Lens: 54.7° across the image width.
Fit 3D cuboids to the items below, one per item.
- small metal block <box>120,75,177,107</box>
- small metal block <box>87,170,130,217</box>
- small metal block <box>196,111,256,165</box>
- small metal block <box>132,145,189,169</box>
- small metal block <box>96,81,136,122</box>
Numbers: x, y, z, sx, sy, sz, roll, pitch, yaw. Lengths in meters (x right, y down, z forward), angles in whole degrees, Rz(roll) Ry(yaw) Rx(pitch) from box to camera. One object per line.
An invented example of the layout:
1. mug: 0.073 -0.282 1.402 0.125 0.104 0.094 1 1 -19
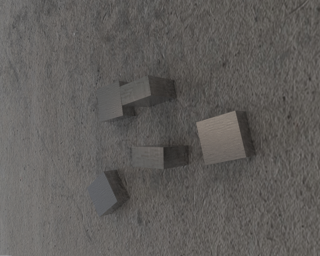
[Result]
1. small metal block: -0.015 -0.046 0.401 0.050 0.050 0.025 -15 81 39
2. small metal block: -0.079 0.099 0.471 0.050 0.025 0.050 -44 64 31
3. small metal block: 0.073 0.012 0.345 0.050 0.025 0.050 -18 79 38
4. small metal block: 0.001 0.035 0.388 0.050 0.050 0.025 -1 89 40
5. small metal block: -0.066 -0.038 0.459 0.050 0.025 0.050 -13 82 39
